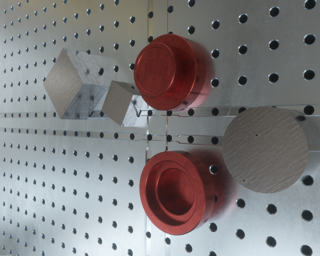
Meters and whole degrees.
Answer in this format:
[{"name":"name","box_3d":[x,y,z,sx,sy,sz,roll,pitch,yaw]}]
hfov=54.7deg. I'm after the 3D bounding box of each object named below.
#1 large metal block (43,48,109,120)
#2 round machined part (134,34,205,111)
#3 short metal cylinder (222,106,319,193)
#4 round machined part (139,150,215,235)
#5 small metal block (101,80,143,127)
[{"name":"large metal block","box_3d":[-0.139,-0.070,0.508,0.080,0.050,0.080,-48,62,29]},{"name":"round machined part","box_3d":[0.005,-0.071,0.394,0.098,0.042,0.097,0,90,40]},{"name":"short metal cylinder","box_3d":[0.109,0.020,0.303,0.080,0.050,0.080,0,90,40]},{"name":"round machined part","box_3d":[0.024,0.076,0.378,0.098,0.042,0.097,0,90,40]},{"name":"small metal block","box_3d":[-0.055,-0.036,0.455,0.050,0.025,0.050,36,112,34]}]
